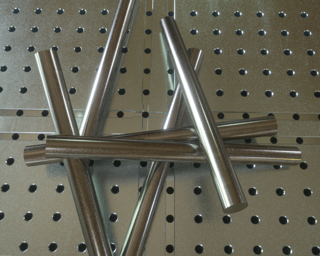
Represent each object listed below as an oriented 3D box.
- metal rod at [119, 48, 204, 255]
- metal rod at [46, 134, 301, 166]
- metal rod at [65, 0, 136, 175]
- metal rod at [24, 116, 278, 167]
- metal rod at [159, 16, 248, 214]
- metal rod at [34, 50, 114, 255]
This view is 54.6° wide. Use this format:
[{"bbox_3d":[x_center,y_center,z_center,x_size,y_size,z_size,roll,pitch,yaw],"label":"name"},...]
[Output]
[{"bbox_3d":[0.007,0.025,0.402,0.025,0.025,0.300,16,71,6],"label":"metal rod"},{"bbox_3d":[0.029,0.027,0.358,0.302,0.025,0.025,4,69,-16],"label":"metal rod"},{"bbox_3d":[-0.077,-0.077,0.439,0.025,0.025,0.299,11,70,4],"label":"metal rod"},{"bbox_3d":[-0.009,0.015,0.378,0.302,0.025,0.025,-7,70,-3],"label":"metal rod"},{"bbox_3d":[0.042,-0.041,0.384,0.025,0.025,0.300,-12,54,-4],"label":"metal rod"},{"bbox_3d":[-0.089,0.059,0.346,0.025,0.025,0.299,-16,87,-6],"label":"metal rod"}]
